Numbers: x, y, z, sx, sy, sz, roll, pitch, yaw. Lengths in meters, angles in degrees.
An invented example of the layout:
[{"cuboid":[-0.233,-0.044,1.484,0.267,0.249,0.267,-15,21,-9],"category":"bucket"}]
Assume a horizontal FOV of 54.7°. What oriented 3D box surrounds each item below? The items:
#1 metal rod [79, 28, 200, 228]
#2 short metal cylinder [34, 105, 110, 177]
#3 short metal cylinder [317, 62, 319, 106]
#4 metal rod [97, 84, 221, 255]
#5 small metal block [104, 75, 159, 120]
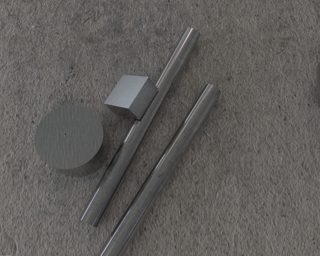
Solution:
[{"cuboid":[-0.018,-0.014,0.412,0.025,0.025,0.300,25,72,8],"category":"metal rod"},{"cuboid":[-0.107,0.018,0.388,0.081,0.050,0.080,0,70,0],"category":"short metal cylinder"},{"cuboid":[0.249,-0.059,0.403,0.080,0.080,0.050,7,70,2],"category":"short metal cylinder"},{"cuboid":[-0.006,0.067,0.383,0.025,0.025,0.300,30,73,10],"category":"metal rod"},{"cuboid":[-0.038,-0.042,0.410,0.050,0.025,0.050,14,66,42],"category":"small metal block"}]
